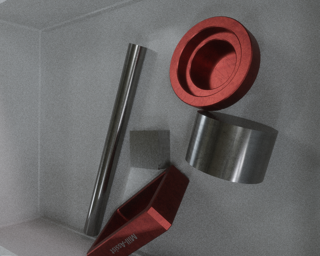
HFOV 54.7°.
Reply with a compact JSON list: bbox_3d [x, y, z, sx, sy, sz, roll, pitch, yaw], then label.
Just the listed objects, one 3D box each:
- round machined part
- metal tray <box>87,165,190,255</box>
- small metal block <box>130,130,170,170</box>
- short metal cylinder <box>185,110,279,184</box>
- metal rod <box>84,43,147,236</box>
[{"bbox_3d":[0.062,-0.066,0.336,0.098,0.042,0.098,-10,74,38],"label":"round machined part"},{"bbox_3d":[-0.027,0.110,0.382,0.030,0.090,0.129,44,121,-5],"label":"metal tray"},{"bbox_3d":[-0.014,0.028,0.416,0.050,0.025,0.050,-1,89,39],"label":"small metal block"},{"bbox_3d":[0.071,0.016,0.312,0.080,0.081,0.050,22,104,37],"label":"short metal cylinder"},{"bbox_3d":[-0.070,0.025,0.461,0.025,0.025,0.298,25,106,37],"label":"metal rod"}]
